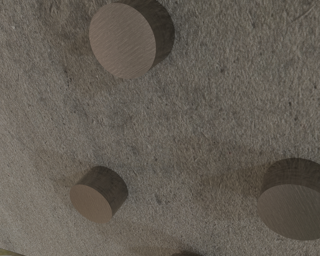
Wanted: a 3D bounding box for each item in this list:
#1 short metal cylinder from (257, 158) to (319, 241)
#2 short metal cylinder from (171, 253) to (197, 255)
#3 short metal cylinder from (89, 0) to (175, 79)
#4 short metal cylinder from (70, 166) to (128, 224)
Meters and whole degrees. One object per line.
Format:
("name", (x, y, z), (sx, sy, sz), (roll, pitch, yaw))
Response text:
("short metal cylinder", (0.158, 0.082, 0.358), (0.080, 0.050, 0.079), (13, 124, 21))
("short metal cylinder", (0.045, 0.248, 0.501), (0.050, 0.080, 0.080), (-4, 116, 30))
("short metal cylinder", (-0.030, -0.101, 0.344), (0.080, 0.050, 0.079), (13, 124, 21))
("short metal cylinder", (-0.100, 0.110, 0.512), (0.080, 0.050, 0.079), (13, 124, 21))
